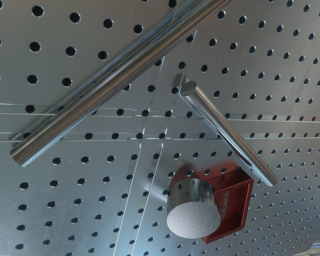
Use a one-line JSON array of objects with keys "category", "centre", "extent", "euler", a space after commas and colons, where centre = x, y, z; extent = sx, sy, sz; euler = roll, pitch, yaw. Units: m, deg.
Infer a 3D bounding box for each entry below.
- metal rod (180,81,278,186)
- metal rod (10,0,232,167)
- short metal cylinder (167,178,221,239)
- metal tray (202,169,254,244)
[{"category": "metal rod", "centre": [0.125, 0.024, 0.496], "extent": [0.025, 0.025, 0.301], "euler": [-46, 130, 4]}, {"category": "metal rod", "centre": [-0.042, -0.061, 0.352], "extent": [0.301, 0.025, 0.025], "euler": [-39, 130, -2]}, {"category": "short metal cylinder", "centre": [0.051, 0.126, 0.484], "extent": [0.081, 0.050, 0.079], "euler": [0, 122, 1]}, {"category": "metal tray", "centre": [0.117, 0.144, 0.563], "extent": [0.091, 0.030, 0.129], "euler": [-14, 125, -21]}]
